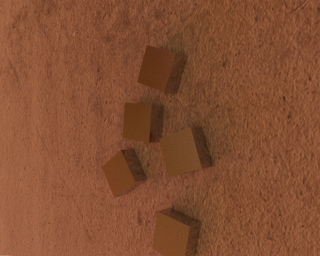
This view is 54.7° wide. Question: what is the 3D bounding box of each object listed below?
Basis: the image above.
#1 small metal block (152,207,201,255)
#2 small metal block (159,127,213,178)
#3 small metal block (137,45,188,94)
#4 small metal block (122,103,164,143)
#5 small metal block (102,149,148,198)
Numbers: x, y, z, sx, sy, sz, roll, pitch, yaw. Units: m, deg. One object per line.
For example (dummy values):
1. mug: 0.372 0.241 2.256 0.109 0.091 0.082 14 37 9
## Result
1. small metal block: 0.020 0.135 0.388 0.050 0.025 0.050 14 99 39
2. small metal block: 0.031 0.030 0.379 0.050 0.025 0.050 -23 76 37
3. small metal block: 0.002 -0.076 0.403 0.050 0.025 0.050 26 106 37
4. small metal block: -0.023 -0.008 0.424 0.050 0.025 0.050 7 95 39
5. small metal block: -0.052 0.065 0.448 0.050 0.025 0.050 -40 66 32
